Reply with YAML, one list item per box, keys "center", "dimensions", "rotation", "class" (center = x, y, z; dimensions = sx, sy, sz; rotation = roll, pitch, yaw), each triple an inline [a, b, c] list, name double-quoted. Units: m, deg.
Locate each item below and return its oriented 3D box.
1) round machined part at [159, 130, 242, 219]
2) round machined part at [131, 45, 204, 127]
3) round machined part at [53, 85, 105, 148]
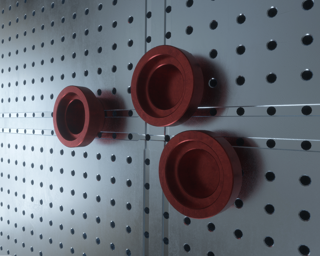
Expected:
- center: [0.049, 0.051, 0.356]
  dimensions: [0.098, 0.042, 0.097]
  rotation: [0, 90, 39]
  class: "round machined part"
- center: [0.013, -0.050, 0.386]
  dimensions: [0.098, 0.042, 0.097]
  rotation: [0, 90, 39]
  class: "round machined part"
- center: [-0.127, -0.018, 0.500]
  dimensions: [0.098, 0.042, 0.097]
  rotation: [0, 90, 39]
  class: "round machined part"
